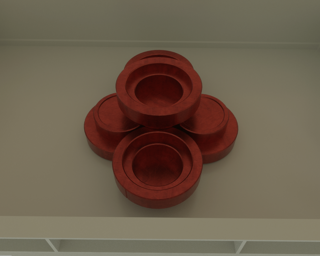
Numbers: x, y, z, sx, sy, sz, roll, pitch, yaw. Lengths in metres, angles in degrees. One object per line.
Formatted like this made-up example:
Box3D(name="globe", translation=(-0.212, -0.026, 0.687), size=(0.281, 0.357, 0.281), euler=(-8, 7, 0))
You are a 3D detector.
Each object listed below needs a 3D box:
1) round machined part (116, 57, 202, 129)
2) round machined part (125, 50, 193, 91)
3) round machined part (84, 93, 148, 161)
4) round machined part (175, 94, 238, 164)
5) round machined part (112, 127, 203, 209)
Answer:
Box3D(name="round machined part", translation=(-0.001, -0.037, 0.368), size=(0.099, 0.042, 0.098), euler=(0, 50, 0))
Box3D(name="round machined part", translation=(-0.002, -0.066, 0.447), size=(0.099, 0.042, 0.098), euler=(0, 50, 0))
Box3D(name="round machined part", translation=(-0.048, -0.009, 0.398), size=(0.099, 0.042, 0.098), euler=(0, 50, 0))
Box3D(name="round machined part", translation=(0.051, -0.006, 0.397), size=(0.099, 0.042, 0.098), euler=(0, 50, 0))
Box3D(name="round machined part", translation=(-0.003, 0.047, 0.352), size=(0.099, 0.042, 0.098), euler=(0, 50, 0))
